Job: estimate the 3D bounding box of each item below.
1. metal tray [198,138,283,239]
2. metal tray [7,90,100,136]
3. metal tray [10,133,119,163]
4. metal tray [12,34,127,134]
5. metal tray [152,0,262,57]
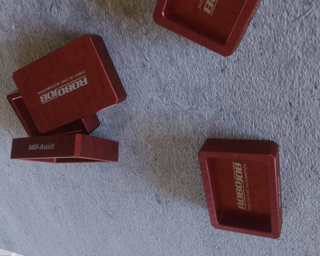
[{"bbox_3d":[0.105,0.077,0.396,0.090,0.030,0.129,1,119,27],"label":"metal tray"},{"bbox_3d":[-0.164,-0.027,0.473,0.130,0.030,0.090,-9,114,32],"label":"metal tray"},{"bbox_3d":[-0.138,0.033,0.455,0.130,0.090,0.030,-5,78,28],"label":"metal tray"},{"bbox_3d":[-0.119,-0.055,0.405,0.130,0.030,0.090,-19,99,22],"label":"metal tray"},{"bbox_3d":[0.055,-0.143,0.285,0.090,0.030,0.129,29,128,9],"label":"metal tray"}]
